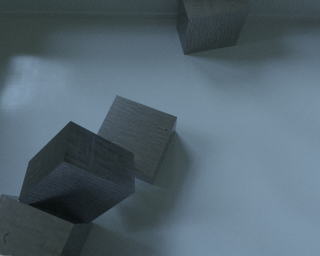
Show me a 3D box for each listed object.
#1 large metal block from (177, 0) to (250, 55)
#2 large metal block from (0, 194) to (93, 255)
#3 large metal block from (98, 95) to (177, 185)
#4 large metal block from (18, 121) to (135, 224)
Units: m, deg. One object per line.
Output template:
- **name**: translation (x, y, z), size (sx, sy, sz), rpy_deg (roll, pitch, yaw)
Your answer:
- **large metal block**: translation (0.070, -0.154, 0.437), size (0.081, 0.080, 0.050), rpy_deg (-11, 71, -4)
- **large metal block**: translation (-0.129, 0.113, 0.337), size (0.080, 0.080, 0.050), rpy_deg (20, 75, 7)
- **large metal block**: translation (-0.031, 0.016, 0.390), size (0.080, 0.050, 0.080), rpy_deg (21, 71, 7)
- **large metal block**: translation (-0.083, 0.050, 0.322), size (0.080, 0.080, 0.050), rpy_deg (-38, 38, 28)
